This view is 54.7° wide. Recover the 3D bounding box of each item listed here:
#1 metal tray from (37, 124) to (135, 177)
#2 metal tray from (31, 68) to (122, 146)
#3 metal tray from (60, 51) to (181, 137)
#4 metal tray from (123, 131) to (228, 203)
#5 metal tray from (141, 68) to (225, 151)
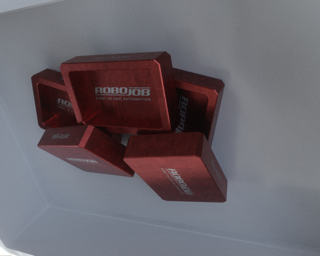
[{"bbox_3d":[-0.101,0.033,0.431,0.130,0.030,0.090,-3,148,47],"label":"metal tray"},{"bbox_3d":[-0.119,-0.025,0.446,0.130,0.030,0.089,18,126,17],"label":"metal tray"},{"bbox_3d":[-0.046,-0.039,0.363,0.130,0.030,0.089,4,120,26],"label":"metal tray"},{"bbox_3d":[0.025,0.053,0.380,0.090,0.030,0.130,-4,145,23],"label":"metal tray"},{"bbox_3d":[0.022,-0.006,0.387,0.090,0.030,0.129,18,125,17],"label":"metal tray"}]
